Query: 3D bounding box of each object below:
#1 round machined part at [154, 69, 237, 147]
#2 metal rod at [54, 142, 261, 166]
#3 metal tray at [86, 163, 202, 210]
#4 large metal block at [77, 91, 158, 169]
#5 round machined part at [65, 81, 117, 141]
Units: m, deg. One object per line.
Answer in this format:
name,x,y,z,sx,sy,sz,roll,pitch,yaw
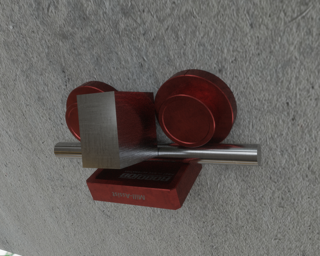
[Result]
round machined part,0.037,-0.016,0.366,0.098,0.042,0.097,13,124,20
metal rod,-0.023,0.032,0.412,0.300,0.025,0.025,-1,118,28
metal tray,-0.020,0.062,0.413,0.130,0.090,0.030,-1,118,28
large metal block,-0.046,0.000,0.361,0.050,0.080,0.079,-2,94,28
round machined part,-0.092,-0.013,0.433,0.098,0.042,0.097,13,124,20
